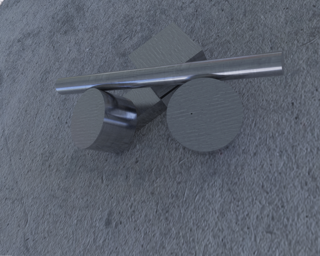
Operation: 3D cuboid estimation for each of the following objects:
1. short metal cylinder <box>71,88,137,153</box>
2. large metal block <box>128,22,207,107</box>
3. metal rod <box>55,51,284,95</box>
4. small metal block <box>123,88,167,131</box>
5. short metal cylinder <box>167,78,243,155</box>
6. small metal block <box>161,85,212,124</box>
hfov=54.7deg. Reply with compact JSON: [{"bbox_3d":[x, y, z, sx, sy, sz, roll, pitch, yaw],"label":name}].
[{"bbox_3d":[-0.076,-0.008,0.416,0.080,0.050,0.080,-14,69,44],"label":"short metal cylinder"},{"bbox_3d":[0.014,-0.089,0.434,0.080,0.050,0.080,-36,51,4],"label":"large metal block"},{"bbox_3d":[-0.009,-0.063,0.382,0.300,0.025,0.025,-1,61,27],"label":"metal rod"},{"bbox_3d":[-0.025,-0.033,0.439,0.050,0.025,0.050,-36,51,2],"label":"small metal block"},{"bbox_3d":[0.051,-0.011,0.351,0.080,0.050,0.080,-2,81,10],"label":"short metal cylinder"},{"bbox_3d":[0.038,-0.031,0.404,0.050,0.025,0.050,-37,51,3],"label":"small metal block"}]
